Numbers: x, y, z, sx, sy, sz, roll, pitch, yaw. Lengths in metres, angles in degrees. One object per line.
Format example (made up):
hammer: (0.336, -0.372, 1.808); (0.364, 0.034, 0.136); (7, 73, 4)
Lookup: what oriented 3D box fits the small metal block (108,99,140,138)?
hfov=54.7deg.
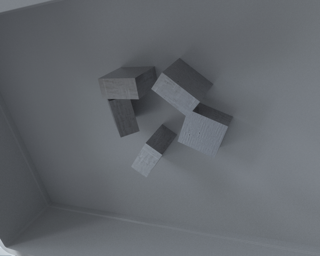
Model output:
small metal block: (-0.050, -0.023, 0.401); (0.025, 0.050, 0.050); (-19, 116, -9)

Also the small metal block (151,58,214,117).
small metal block: (0.026, -0.047, 0.349); (0.050, 0.050, 0.025); (38, 129, 2)

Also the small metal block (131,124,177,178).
small metal block: (-0.007, 0.030, 0.414); (0.025, 0.050, 0.050); (36, 129, 4)

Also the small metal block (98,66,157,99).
small metal block: (-0.038, -0.056, 0.376); (0.050, 0.050, 0.025); (3, 117, 26)

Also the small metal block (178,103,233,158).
small metal block: (0.055, 0.002, 0.380); (0.050, 0.025, 0.050); (24, 127, 12)
